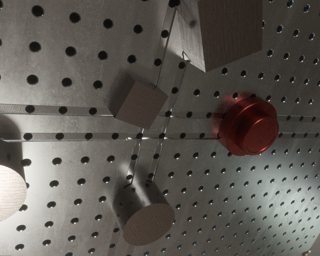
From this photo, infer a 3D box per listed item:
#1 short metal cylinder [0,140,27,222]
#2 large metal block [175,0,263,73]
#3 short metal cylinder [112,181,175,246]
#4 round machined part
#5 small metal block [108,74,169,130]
[{"bbox_3d":[-0.187,0.057,0.328,0.081,0.050,0.079,-14,125,-21],"label":"short metal cylinder"},{"bbox_3d":[0.070,-0.122,0.359,0.081,0.050,0.080,-24,128,-14],"label":"large metal block"},{"bbox_3d":[-0.025,0.127,0.462,0.081,0.050,0.079,-14,124,-21],"label":"short metal cylinder"},{"bbox_3d":[0.145,0.004,0.485,0.099,0.042,0.097,-14,125,-21],"label":"round machined part"},{"bbox_3d":[-0.026,-0.031,0.379,0.050,0.025,0.050,21,107,-36],"label":"small metal block"}]
